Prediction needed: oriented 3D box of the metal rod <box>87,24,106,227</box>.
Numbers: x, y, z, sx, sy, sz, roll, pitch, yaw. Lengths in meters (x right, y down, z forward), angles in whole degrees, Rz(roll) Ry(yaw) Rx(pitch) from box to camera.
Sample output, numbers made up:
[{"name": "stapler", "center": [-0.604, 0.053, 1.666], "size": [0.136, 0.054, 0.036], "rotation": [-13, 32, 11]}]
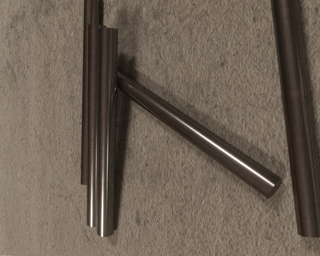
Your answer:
[{"name": "metal rod", "center": [-0.095, 0.004, 0.459], "size": [0.025, 0.025, 0.298], "rotation": [12, 104, 39]}]

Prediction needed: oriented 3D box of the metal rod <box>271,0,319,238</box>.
[{"name": "metal rod", "center": [0.128, -0.050, 0.298], "size": [0.025, 0.025, 0.298], "rotation": [-8, 85, 39]}]

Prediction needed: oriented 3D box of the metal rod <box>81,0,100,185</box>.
[{"name": "metal rod", "center": [-0.111, -0.060, 0.493], "size": [0.025, 0.025, 0.298], "rotation": [2, 91, 39]}]

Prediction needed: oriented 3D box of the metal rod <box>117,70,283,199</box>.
[{"name": "metal rod", "center": [0.014, -0.015, 0.391], "size": [0.300, 0.025, 0.025], "rotation": [37, 113, 33]}]

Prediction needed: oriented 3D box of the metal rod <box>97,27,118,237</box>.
[{"name": "metal rod", "center": [-0.076, 0.013, 0.443], "size": [0.025, 0.025, 0.298], "rotation": [12, 104, 39]}]
